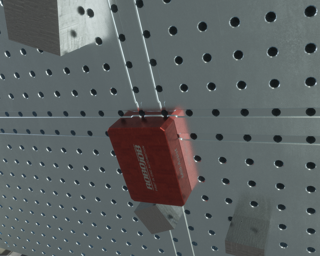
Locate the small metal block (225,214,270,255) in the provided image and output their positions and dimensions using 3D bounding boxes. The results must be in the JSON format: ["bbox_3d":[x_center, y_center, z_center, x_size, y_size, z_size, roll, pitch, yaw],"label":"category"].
[{"bbox_3d":[0.120,0.149,0.423,0.050,0.050,0.025,5,121,25],"label":"small metal block"}]

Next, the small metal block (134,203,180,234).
[{"bbox_3d":[-0.005,0.140,0.499,0.050,0.025,0.050,-28,104,37],"label":"small metal block"}]

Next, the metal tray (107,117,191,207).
[{"bbox_3d":[-0.013,0.049,0.444,0.090,0.030,0.129,-1,118,28],"label":"metal tray"}]

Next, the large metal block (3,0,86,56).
[{"bbox_3d":[-0.140,-0.143,0.378,0.080,0.050,0.079,20,126,16],"label":"large metal block"}]
